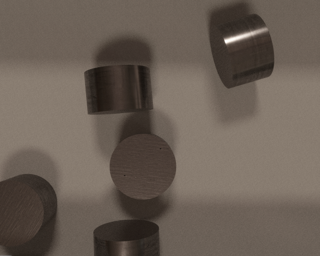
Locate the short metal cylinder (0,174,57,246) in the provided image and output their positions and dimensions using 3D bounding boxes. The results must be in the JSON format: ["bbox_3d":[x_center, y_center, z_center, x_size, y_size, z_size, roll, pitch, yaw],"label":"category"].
[{"bbox_3d":[-0.180,0.102,0.397,0.081,0.050,0.079,0,90,-1],"label":"short metal cylinder"}]

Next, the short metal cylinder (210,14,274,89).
[{"bbox_3d":[0.100,-0.095,0.385,0.050,0.080,0.080,-17,90,0],"label":"short metal cylinder"}]

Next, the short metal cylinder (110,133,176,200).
[{"bbox_3d":[-0.021,0.047,0.399,0.081,0.050,0.079,0,90,-1],"label":"short metal cylinder"}]

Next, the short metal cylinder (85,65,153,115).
[{"bbox_3d":[-0.050,-0.045,0.383,0.081,0.080,0.050,-5,90,-1],"label":"short metal cylinder"}]

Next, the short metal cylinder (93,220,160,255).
[{"bbox_3d":[-0.041,0.150,0.384,0.081,0.080,0.050,-2,90,-1],"label":"short metal cylinder"}]
